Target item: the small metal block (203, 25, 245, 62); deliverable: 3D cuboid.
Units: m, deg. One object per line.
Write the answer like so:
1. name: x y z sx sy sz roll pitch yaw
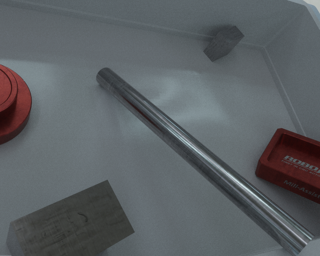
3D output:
1. small metal block: 0.112 -0.147 0.542 0.050 0.050 0.025 -31 80 -38

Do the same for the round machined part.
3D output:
1. round machined part: -0.184 -0.032 0.316 0.099 0.042 0.098 14 56 -21

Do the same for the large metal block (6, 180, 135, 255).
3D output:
1. large metal block: -0.081 0.095 0.269 0.081 0.080 0.050 -20 73 -36

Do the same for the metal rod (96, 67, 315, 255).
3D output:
1. metal rod: 0.023 0.015 0.334 0.025 0.025 0.300 -22 50 -36

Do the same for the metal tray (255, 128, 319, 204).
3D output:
1. metal tray: 0.217 0.057 0.445 0.130 0.030 0.090 24 47 25
